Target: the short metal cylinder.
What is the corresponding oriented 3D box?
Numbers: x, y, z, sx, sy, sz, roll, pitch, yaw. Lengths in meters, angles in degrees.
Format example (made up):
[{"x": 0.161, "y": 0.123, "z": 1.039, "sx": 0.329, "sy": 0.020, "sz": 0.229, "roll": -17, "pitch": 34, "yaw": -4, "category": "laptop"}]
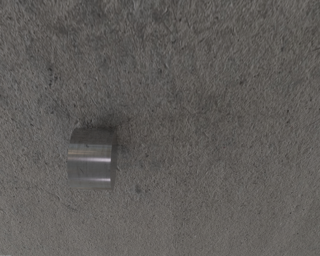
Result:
[{"x": -0.085, "y": 0.040, "z": 0.404, "sx": 0.050, "sy": 0.080, "sz": 0.080, "roll": 2, "pitch": 130, "yaw": -2, "category": "short metal cylinder"}]
